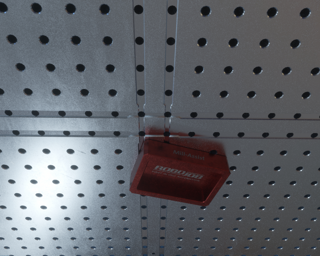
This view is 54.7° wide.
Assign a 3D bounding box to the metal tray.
[{"bbox_3d":[0.028,0.071,0.469,0.131,0.030,0.089,13,129,-12],"label":"metal tray"}]
